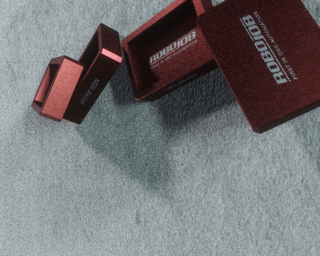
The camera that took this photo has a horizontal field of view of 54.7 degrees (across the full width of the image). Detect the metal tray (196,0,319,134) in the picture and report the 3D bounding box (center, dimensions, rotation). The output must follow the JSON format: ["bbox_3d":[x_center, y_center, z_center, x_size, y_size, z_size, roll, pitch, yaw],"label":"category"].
[{"bbox_3d":[0.103,-0.071,0.295,0.090,0.030,0.130,-27,72,13],"label":"metal tray"}]

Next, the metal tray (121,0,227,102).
[{"bbox_3d":[0.013,-0.098,0.388,0.130,0.030,0.090,-24,75,37],"label":"metal tray"}]

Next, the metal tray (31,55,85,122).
[{"bbox_3d":[-0.163,-0.063,0.483,0.130,0.030,0.090,19,86,61],"label":"metal tray"}]

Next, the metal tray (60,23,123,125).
[{"bbox_3d":[-0.104,-0.079,0.459,0.129,0.030,0.090,-50,33,28],"label":"metal tray"}]
